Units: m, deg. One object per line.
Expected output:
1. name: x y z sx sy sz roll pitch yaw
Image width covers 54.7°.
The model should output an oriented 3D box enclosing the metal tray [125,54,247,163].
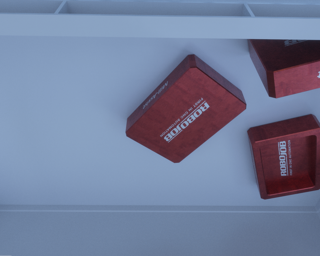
1. metal tray: 0.029 -0.018 0.391 0.090 0.030 0.129 32 123 -24

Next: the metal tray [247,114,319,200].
1. metal tray: 0.182 0.047 0.446 0.090 0.030 0.130 -14 129 11

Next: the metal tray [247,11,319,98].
1. metal tray: 0.160 -0.080 0.299 0.130 0.090 0.030 -14 129 11
